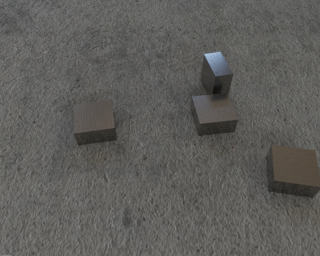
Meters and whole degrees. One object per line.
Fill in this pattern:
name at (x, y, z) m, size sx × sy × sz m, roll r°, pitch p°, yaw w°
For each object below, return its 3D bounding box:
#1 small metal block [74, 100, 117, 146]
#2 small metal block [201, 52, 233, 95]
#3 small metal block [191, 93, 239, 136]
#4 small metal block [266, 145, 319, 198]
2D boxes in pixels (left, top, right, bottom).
small metal block at (-0.085, -0.008, 0.409) m, size 0.050 × 0.025 × 0.050 m, roll -8°, pitch 51°, yaw -7°
small metal block at (0.081, -0.074, 0.449) m, size 0.025 × 0.050 × 0.050 m, roll -10°, pitch 51°, yaw -8°
small metal block at (0.072, -0.019, 0.419) m, size 0.050 × 0.025 × 0.050 m, roll -6°, pitch 50°, yaw -5°
small metal block at (0.154, 0.050, 0.362) m, size 0.050 × 0.025 × 0.050 m, roll 7°, pitch 50°, yaw 6°
